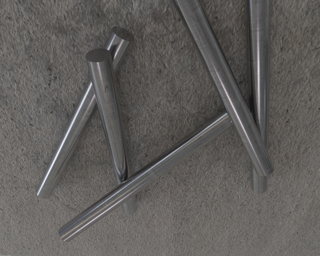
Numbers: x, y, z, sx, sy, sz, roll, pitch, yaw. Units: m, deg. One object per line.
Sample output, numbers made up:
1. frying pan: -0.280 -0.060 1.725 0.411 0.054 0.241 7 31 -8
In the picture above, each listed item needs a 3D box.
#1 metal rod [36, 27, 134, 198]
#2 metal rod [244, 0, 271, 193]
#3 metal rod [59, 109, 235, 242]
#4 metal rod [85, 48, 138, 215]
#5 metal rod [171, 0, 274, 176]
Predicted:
1. metal rod: -0.111 0.001 0.406 0.025 0.025 0.298 23 126 -19
2. metal rod: 0.125 -0.018 0.392 0.025 0.025 0.299 -9 130 8
3. metal rod: -0.026 0.072 0.429 0.300 0.025 0.025 -37 122 13
4. metal rod: -0.055 0.031 0.413 0.025 0.025 0.298 -2 136 1
5. metal rod: 0.071 -0.053 0.344 0.025 0.025 0.299 -23 121 18
